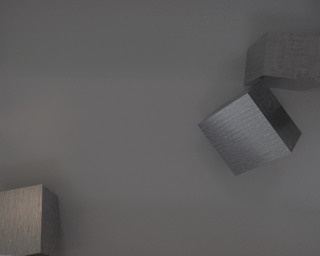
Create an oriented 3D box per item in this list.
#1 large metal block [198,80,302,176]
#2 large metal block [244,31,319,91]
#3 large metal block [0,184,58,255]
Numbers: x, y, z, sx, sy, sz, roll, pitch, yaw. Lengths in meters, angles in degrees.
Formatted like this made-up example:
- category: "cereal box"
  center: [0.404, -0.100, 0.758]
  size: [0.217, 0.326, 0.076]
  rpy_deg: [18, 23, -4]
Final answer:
- category: "large metal block"
  center: [0.108, 0.001, 0.379]
  size: [0.080, 0.050, 0.080]
  rpy_deg: [54, 134, 0]
- category: "large metal block"
  center: [0.157, -0.079, 0.385]
  size: [0.080, 0.080, 0.050]
  rpy_deg: [6, 90, 0]
- category: "large metal block"
  center: [-0.175, 0.122, 0.381]
  size: [0.080, 0.050, 0.080]
  rpy_deg: [-10, 61, 0]
